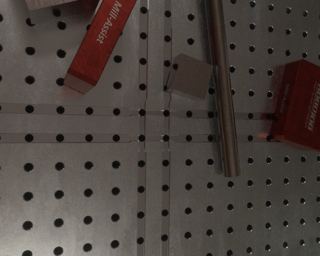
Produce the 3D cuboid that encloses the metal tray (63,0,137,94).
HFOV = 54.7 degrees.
[{"bbox_3d":[-0.066,-0.107,0.353,0.030,0.090,0.130,26,81,-19],"label":"metal tray"}]

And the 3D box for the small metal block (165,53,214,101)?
[{"bbox_3d":[0.041,-0.069,0.429,0.050,0.025,0.050,17,84,-20],"label":"small metal block"}]

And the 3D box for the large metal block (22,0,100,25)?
[{"bbox_3d":[-0.123,-0.174,0.354,0.081,0.050,0.080,-22,98,-19],"label":"large metal block"}]

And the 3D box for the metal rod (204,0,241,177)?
[{"bbox_3d":[0.088,-0.079,0.446,0.025,0.025,0.298,-8,93,-20],"label":"metal rod"}]

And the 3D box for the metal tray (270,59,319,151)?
[{"bbox_3d":[0.236,-0.034,0.499,0.091,0.030,0.129,17,84,-20],"label":"metal tray"}]
